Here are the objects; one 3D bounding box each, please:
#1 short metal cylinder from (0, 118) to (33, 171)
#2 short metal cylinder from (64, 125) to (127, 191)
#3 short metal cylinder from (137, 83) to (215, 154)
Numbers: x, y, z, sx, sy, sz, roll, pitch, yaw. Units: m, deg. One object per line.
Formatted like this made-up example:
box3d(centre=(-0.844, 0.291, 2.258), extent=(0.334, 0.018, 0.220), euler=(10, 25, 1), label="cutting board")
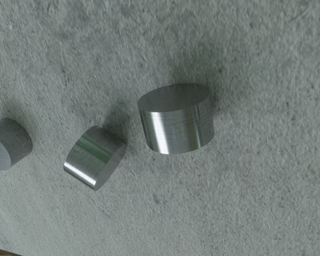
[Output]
box3d(centre=(-0.277, 0.029, 0.551), extent=(0.080, 0.050, 0.079), euler=(13, 124, 20), label="short metal cylinder")
box3d(centre=(-0.091, 0.043, 0.444), extent=(0.050, 0.080, 0.079), euler=(32, 128, 7), label="short metal cylinder")
box3d(centre=(0.019, -0.013, 0.352), extent=(0.080, 0.080, 0.050), euler=(2, 120, 27), label="short metal cylinder")
